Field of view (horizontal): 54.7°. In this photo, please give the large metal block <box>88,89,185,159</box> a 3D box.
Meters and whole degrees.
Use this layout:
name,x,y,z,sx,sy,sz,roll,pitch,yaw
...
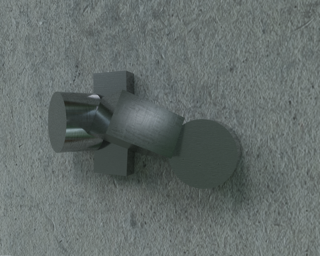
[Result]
name,x,y,z,sx,sy,sz,roll,pitch,yaw
large metal block,-0.031,-0.002,0.371,0.080,0.080,0.050,23,79,-24

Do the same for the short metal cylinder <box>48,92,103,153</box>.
name,x,y,z,sx,sy,sz,roll,pitch,yaw
short metal cylinder,-0.114,-0.008,0.416,0.080,0.050,0.079,2,92,55

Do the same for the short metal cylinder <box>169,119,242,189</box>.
name,x,y,z,sx,sy,sz,roll,pitch,yaw
short metal cylinder,0.056,0.029,0.377,0.080,0.050,0.079,0,90,19

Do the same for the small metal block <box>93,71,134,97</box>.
name,x,y,z,sx,sy,sz,roll,pitch,yaw
small metal block,-0.064,-0.051,0.431,0.050,0.025,0.050,-1,90,19

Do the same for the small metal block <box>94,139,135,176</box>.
name,x,y,z,sx,sy,sz,roll,pitch,yaw
small metal block,-0.063,0.038,0.431,0.050,0.025,0.050,3,91,19
